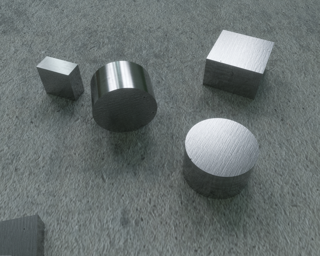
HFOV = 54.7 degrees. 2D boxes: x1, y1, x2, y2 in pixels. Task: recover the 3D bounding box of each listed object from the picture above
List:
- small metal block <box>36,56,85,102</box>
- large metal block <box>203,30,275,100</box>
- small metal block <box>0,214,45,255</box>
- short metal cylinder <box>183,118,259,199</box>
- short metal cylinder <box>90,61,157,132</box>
[{"bbox_3d":[-0.141,-0.070,0.444,0.050,0.050,0.025,16,52,13],"label":"small metal block"},{"bbox_3d":[0.119,-0.098,0.471,0.080,0.050,0.080,19,53,15],"label":"large metal block"},{"bbox_3d":[-0.143,0.118,0.302,0.050,0.025,0.050,-9,51,-8],"label":"small metal block"},{"bbox_3d":[0.068,0.035,0.359,0.081,0.050,0.080,0,50,0],"label":"short metal cylinder"},{"bbox_3d":[-0.048,-0.039,0.400,0.081,0.080,0.050,-8,51,-7],"label":"short metal cylinder"}]
